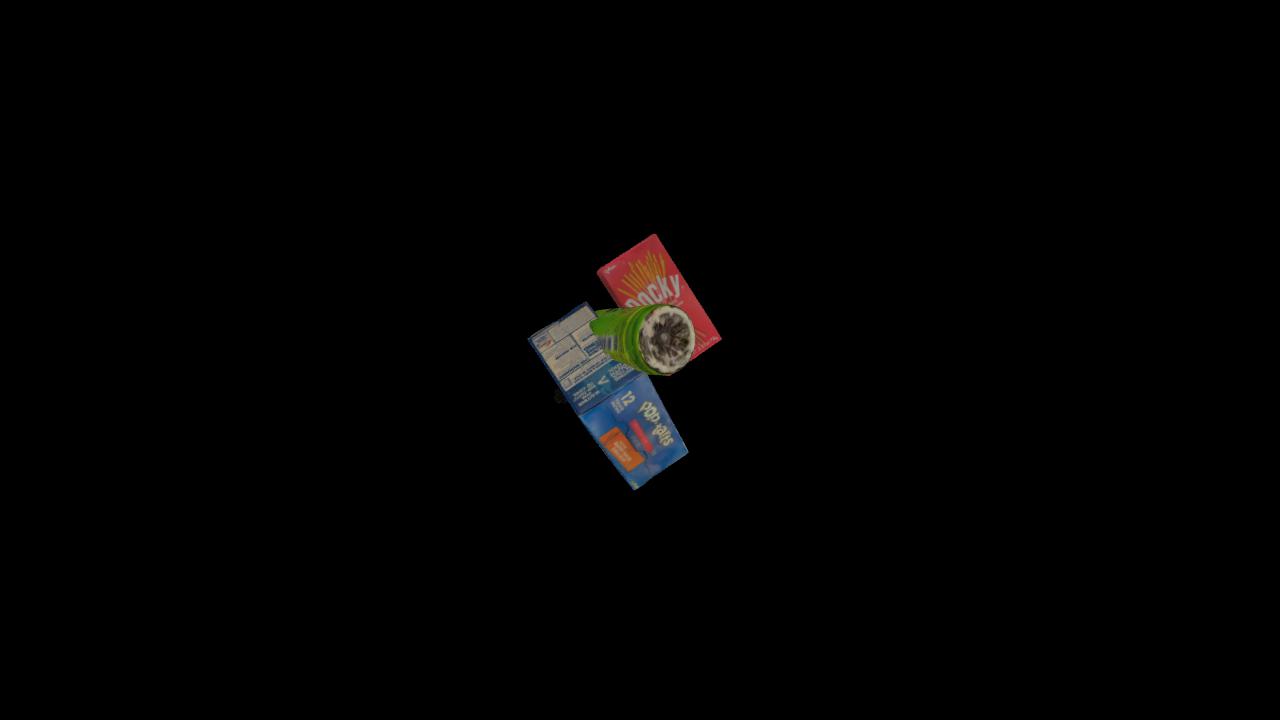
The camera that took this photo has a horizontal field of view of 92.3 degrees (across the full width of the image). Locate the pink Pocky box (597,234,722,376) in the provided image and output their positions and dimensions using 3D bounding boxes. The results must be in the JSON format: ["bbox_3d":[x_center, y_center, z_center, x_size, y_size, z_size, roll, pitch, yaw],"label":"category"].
[{"bbox_3d":[0.024,-0.066,0.747,0.084,0.155,0.029,-34,7,-10],"label":"pink Pocky box"}]

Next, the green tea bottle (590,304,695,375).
[{"bbox_3d":[-0.026,-0.022,0.670,0.073,0.073,0.212,0,2,-32],"label":"green tea bottle"}]

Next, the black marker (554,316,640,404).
[{"bbox_3d":[-0.053,0.010,0.709,0.121,0.020,0.020,-41,23,-29],"label":"black marker"}]

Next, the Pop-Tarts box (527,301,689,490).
[{"bbox_3d":[-0.034,0.043,0.699,0.083,0.167,0.141,-36,49,-6],"label":"Pop-Tarts box"}]
